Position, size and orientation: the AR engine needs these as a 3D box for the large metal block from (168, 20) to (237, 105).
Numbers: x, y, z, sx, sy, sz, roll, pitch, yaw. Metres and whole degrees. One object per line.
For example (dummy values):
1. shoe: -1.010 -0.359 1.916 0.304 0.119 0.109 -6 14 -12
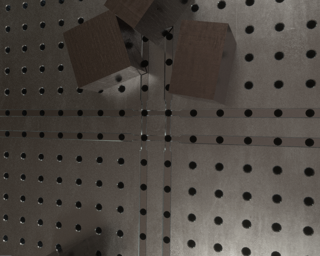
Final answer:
1. large metal block: 0.053 -0.073 0.364 0.050 0.080 0.079 12 94 19

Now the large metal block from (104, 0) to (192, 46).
1. large metal block: -0.010 -0.159 0.386 0.050 0.080 0.080 42 103 15

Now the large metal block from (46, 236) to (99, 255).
1. large metal block: -0.140 0.201 0.431 0.080 0.080 0.050 -28 81 17

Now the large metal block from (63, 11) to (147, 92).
1. large metal block: -0.075 -0.103 0.425 0.080 0.050 0.080 -19 84 18
